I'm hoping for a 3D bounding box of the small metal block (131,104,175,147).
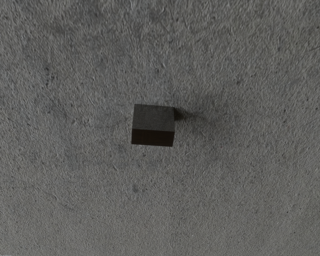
[{"bbox_3d":[-0.009,-0.004,0.388,0.050,0.050,0.025,4,130,-4],"label":"small metal block"}]
